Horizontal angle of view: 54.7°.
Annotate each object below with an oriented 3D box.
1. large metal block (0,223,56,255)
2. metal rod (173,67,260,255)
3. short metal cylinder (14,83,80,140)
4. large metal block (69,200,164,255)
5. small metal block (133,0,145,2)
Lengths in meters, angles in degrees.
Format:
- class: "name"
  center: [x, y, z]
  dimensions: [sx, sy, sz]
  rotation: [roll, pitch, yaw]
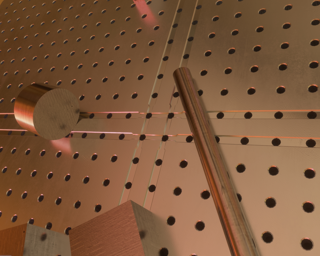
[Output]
- class: "large metal block"
  center: [-0.181, 0.171, 0.380]
  dimensions: [0.080, 0.050, 0.080]
  rotation: [-19, 55, 17]
- class: "metal rod"
  center: [0.060, 0.041, 0.350]
  dimensions: [0.025, 0.025, 0.299]
  rotation: [-24, 53, 13]
- class: "short metal cylinder"
  center: [-0.173, -0.026, 0.477]
  dimensions: [0.050, 0.080, 0.080]
  rotation: [17, 71, 34]
- class: "large metal block"
  center: [-0.044, 0.136, 0.331]
  dimensions: [0.080, 0.050, 0.080]
  rotation: [-28, 52, 10]
- class: "small metal block"
  center: [-0.042, -0.276, 0.581]
  dimensions: [0.025, 0.050, 0.050]
  rotation: [7, 65, 31]
